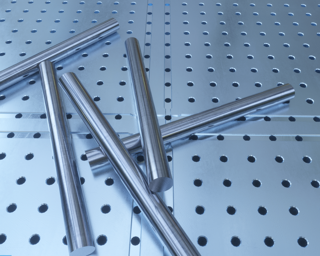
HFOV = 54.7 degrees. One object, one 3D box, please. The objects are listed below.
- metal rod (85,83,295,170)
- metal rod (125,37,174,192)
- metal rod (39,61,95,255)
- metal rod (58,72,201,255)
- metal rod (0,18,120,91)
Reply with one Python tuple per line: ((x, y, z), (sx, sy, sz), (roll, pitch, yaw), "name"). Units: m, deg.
((0.051, -0.007, 0.414), (0.302, 0.025, 0.025), (-19, 53, -16), "metal rod")
((-0.023, -0.043, 0.419), (0.025, 0.025, 0.300), (-7, 43, -6), "metal rod")
((-0.126, 0.014, 0.394), (0.025, 0.025, 0.299), (-15, 52, -13), "metal rod")
((-0.037, 0.044, 0.343), (0.025, 0.025, 0.300), (-28, 64, -22), "metal rod")
((-0.189, -0.108, 0.495), (0.302, 0.025, 0.025), (-37, 60, -27), "metal rod")
